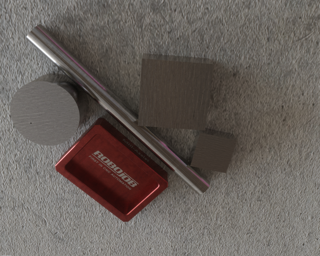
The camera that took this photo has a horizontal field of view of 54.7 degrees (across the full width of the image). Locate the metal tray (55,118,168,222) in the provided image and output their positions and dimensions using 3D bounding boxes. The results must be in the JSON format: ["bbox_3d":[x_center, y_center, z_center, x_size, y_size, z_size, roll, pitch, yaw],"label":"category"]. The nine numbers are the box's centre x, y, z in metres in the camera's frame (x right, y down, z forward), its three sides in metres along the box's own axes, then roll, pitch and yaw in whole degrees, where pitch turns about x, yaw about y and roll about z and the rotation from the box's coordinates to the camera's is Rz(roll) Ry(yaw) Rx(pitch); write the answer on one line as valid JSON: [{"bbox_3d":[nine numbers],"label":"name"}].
[{"bbox_3d":[-0.064,0.060,0.430,0.130,0.030,0.090,42,104,-14],"label":"metal tray"}]

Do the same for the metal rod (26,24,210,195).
[{"bbox_3d":[-0.044,-0.014,0.404,0.025,0.025,0.300,-43,105,14],"label":"metal rod"}]

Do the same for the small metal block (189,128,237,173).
[{"bbox_3d":[0.071,0.029,0.423,0.050,0.025,0.050,12,110,-5],"label":"small metal block"}]

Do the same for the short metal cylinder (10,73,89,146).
[{"bbox_3d":[-0.135,-0.024,0.387,0.081,0.050,0.079,0,110,-1],"label":"short metal cylinder"}]

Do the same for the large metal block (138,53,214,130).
[{"bbox_3d":[0.017,-0.046,0.381,0.081,0.050,0.079,4,110,-2],"label":"large metal block"}]
